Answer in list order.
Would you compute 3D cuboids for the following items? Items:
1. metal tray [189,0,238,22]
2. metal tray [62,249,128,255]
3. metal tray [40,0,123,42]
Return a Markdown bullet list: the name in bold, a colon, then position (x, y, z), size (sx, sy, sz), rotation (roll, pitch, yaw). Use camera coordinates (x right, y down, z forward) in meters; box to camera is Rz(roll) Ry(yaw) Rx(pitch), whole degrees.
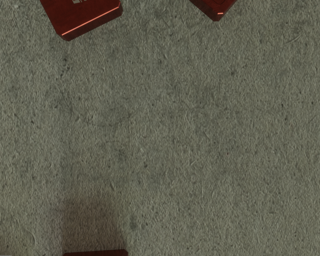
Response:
- **metal tray**: position (0.086, -0.220, 0.407), size (0.090, 0.030, 0.130), rotation (41, 90, 0)
- **metal tray**: position (-0.085, 0.232, 0.406), size (0.091, 0.030, 0.129), rotation (-4, 90, 0)
- **metal tray**: position (-0.118, -0.193, 0.406), size (0.090, 0.030, 0.130), rotation (-27, 90, 0)
